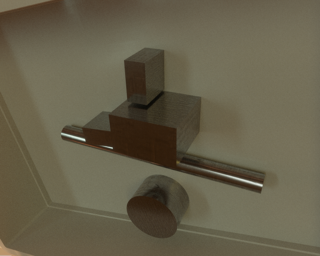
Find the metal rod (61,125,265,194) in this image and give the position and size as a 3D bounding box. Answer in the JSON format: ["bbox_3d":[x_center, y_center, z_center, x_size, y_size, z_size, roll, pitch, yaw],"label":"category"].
[{"bbox_3d":[-0.010,0.039,0.436,0.301,0.025,0.025,13,124,20],"label":"metal rod"}]

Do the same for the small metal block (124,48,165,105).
[{"bbox_3d":[-0.017,-0.061,0.362,0.025,0.050,0.050,12,124,21],"label":"small metal block"}]

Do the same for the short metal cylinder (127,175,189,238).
[{"bbox_3d":[-0.002,0.117,0.465,0.080,0.050,0.079,13,124,20],"label":"short metal cylinder"}]

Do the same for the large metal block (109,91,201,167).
[{"bbox_3d":[-0.003,-0.005,0.370,0.080,0.080,0.050,12,123,21],"label":"large metal block"}]

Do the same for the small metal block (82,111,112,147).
[{"bbox_3d":[-0.070,0.001,0.428,0.050,0.050,0.025,7,121,24],"label":"small metal block"}]
